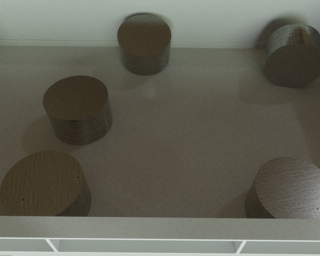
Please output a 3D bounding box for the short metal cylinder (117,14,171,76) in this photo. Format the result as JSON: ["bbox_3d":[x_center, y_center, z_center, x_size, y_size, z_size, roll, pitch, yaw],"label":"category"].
[{"bbox_3d":[-0.024,-0.129,0.485,0.081,0.050,0.080,1,65,-1],"label":"short metal cylinder"}]

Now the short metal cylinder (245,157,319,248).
[{"bbox_3d":[0.135,0.078,0.326,0.081,0.050,0.080,0,50,0],"label":"short metal cylinder"}]

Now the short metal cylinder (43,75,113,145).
[{"bbox_3d":[-0.106,-0.024,0.408,0.081,0.050,0.080,0,50,0],"label":"short metal cylinder"}]

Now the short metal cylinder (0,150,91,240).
[{"bbox_3d":[-0.118,0.070,0.328,0.081,0.050,0.080,0,50,0],"label":"short metal cylinder"}]

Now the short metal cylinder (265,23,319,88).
[{"bbox_3d":[0.199,-0.107,0.462,0.080,0.080,0.050,10,51,8],"label":"short metal cylinder"}]
